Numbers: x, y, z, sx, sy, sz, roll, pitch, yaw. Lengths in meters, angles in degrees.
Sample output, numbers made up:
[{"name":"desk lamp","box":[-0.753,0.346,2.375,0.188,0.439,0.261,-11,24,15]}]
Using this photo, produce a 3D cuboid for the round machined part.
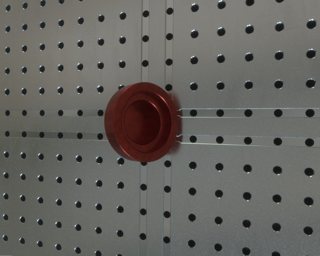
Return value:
[{"name":"round machined part","box":[-0.027,-0.007,0.392,0.042,0.099,0.097,-3,89,51]}]
